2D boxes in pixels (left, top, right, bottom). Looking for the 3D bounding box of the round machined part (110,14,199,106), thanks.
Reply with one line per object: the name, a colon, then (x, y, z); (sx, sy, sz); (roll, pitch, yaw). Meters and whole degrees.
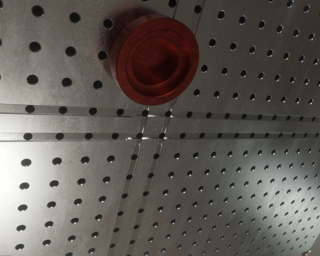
round machined part: (-0.009, -0.078, 0.349); (0.099, 0.042, 0.097); (-14, 125, -21)
